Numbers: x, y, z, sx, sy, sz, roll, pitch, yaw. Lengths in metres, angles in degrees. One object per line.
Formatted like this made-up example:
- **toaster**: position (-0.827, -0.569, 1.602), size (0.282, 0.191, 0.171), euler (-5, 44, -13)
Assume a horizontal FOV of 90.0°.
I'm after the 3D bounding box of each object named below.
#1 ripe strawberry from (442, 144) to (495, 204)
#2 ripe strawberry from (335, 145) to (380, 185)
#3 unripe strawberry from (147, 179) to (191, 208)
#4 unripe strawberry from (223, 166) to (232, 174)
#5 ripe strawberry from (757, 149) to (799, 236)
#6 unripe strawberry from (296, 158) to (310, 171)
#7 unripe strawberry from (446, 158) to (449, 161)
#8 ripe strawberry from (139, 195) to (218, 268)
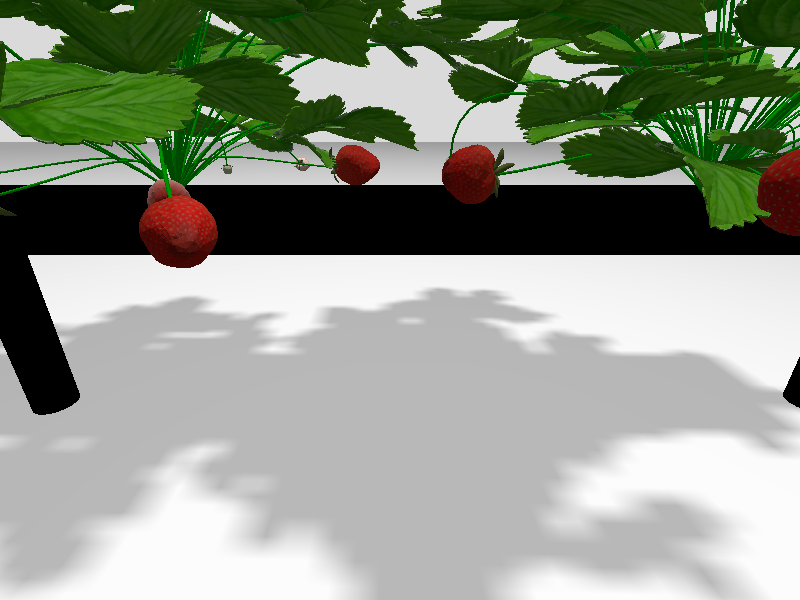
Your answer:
- **ripe strawberry**: position (0.048, -0.089, 0.286), size (0.039, 0.040, 0.035), euler (-6, 24, -12)
- **ripe strawberry**: position (-0.040, -0.127, 0.377), size (0.042, 0.036, 0.042), euler (-6, 24, -16)
- **unripe strawberry**: position (-0.127, -0.054, 0.221), size (0.022, 0.025, 0.024), euler (-11, 26, -25)
- **unripe strawberry**: position (-0.205, -0.154, 0.475), size (0.011, 0.010, 0.010), euler (-2, 23, -5)
- **ripe strawberry**: position (0.210, -0.054, 0.200), size (0.045, 0.047, 0.049), euler (8, 25, 17)
- **unripe strawberry**: position (-0.125, -0.176, 0.519), size (0.019, 0.017, 0.017), euler (7, 11, 17)
- **unripe strawberry**: position (0.056, -0.150, 0.439), size (0.011, 0.011, 0.011), euler (12, 26, 27)
- **ripe strawberry**: position (-0.084, -0.025, 0.153), size (0.027, 0.028, 0.029), euler (-12, 26, -26)
